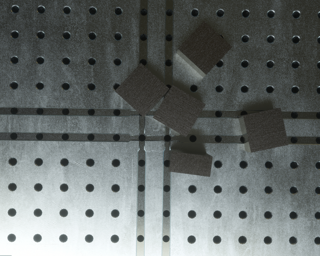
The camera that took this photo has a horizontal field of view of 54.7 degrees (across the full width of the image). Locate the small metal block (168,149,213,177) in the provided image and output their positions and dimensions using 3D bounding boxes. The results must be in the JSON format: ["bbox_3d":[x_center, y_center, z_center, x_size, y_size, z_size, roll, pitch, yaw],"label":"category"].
[{"bbox_3d":[0.038,0.044,0.401,0.050,0.050,0.025,8,90,-1],"label":"small metal block"}]

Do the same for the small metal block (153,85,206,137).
[{"bbox_3d":[0.025,-0.022,0.414,0.050,0.025,0.050,31,90,-1],"label":"small metal block"}]

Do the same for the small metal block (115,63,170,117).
[{"bbox_3d":[-0.023,-0.049,0.413,0.050,0.025,0.050,43,90,-1],"label":"small metal block"}]

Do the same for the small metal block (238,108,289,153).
[{"bbox_3d":[0.138,0.003,0.415,0.050,0.025,0.050,-12,90,-1],"label":"small metal block"}]

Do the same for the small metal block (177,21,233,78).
[{"bbox_3d":[0.059,-0.104,0.414,0.050,0.025,0.050,43,90,-1],"label":"small metal block"}]
